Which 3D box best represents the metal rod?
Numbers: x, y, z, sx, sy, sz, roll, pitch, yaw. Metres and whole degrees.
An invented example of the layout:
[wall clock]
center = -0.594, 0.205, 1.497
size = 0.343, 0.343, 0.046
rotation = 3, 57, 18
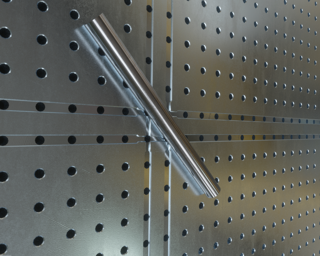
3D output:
[metal rod]
center = 0.004, -0.012, 0.411
size = 0.025, 0.025, 0.300
rotation = -50, 120, -28
